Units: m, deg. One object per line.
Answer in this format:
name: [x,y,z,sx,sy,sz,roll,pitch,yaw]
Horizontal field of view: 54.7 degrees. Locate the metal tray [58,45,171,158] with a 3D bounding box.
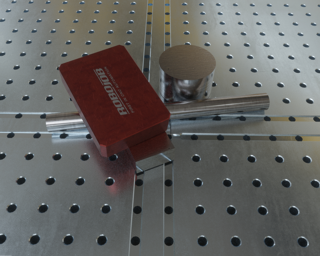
metal tray: [-0.058,-0.038,0.385,0.091,0.030,0.130,-25,66,-19]

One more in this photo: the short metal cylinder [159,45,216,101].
short metal cylinder: [0.039,-0.078,0.457,0.081,0.050,0.080,0,50,0]

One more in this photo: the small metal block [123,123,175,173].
small metal block: [-0.015,0.022,0.387,0.050,0.025,0.050,-18,53,-15]

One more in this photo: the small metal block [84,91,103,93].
small metal block: [-0.096,-0.070,0.448,0.050,0.050,0.025,-25,55,-20]

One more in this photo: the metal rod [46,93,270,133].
metal rod: [0.001,-0.022,0.426,0.302,0.025,0.025,-6,50,-6]
